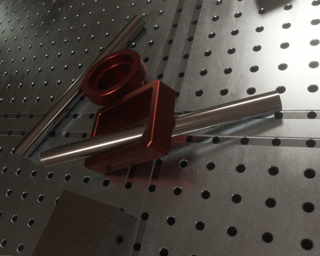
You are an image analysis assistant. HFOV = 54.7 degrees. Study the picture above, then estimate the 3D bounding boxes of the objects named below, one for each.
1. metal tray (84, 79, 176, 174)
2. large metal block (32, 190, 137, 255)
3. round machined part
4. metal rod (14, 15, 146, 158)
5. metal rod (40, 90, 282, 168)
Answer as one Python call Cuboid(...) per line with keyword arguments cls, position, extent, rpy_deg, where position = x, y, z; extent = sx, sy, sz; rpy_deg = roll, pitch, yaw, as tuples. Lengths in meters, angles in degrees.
Cuboid(cls="metal tray", position=(-0.040, 0.002, 0.395), extent=(0.130, 0.030, 0.090), rpy_deg=(-21, 51, 41))
Cuboid(cls="large metal block", position=(-0.086, 0.126, 0.358), extent=(0.080, 0.050, 0.080), rpy_deg=(8, 66, 31))
Cuboid(cls="round machined part", position=(-0.064, -0.069, 0.465), extent=(0.098, 0.042, 0.098), rpy_deg=(-16, 46, 18))
Cuboid(cls="metal rod", position=(-0.129, -0.073, 0.518), extent=(0.025, 0.025, 0.300), rpy_deg=(34, 80, 38))
Cuboid(cls="metal rod", position=(-0.007, 0.005, 0.382), extent=(0.301, 0.025, 0.025), rpy_deg=(-14, 56, 10))
